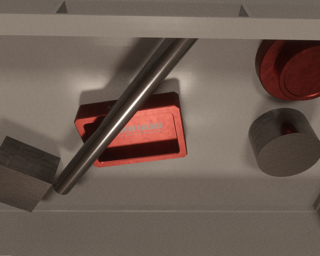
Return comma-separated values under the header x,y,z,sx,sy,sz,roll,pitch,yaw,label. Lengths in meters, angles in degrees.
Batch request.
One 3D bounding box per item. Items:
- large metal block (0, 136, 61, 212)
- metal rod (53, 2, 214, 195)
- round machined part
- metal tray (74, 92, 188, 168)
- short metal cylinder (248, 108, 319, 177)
x,y,z,sx,sy,sz,roll,pitch,yaw,label
-0.204,0.069,0.448,0.080,0.050,0.080,28,125,-22,large metal block
-0.048,-0.012,0.358,0.025,0.025,0.299,29,123,-23,metal rod
0.160,-0.069,0.342,0.099,0.042,0.097,-1,130,0,round machined part
-0.034,0.005,0.409,0.131,0.030,0.090,-8,130,6,metal tray
0.164,0.020,0.412,0.081,0.050,0.079,0,130,0,short metal cylinder
